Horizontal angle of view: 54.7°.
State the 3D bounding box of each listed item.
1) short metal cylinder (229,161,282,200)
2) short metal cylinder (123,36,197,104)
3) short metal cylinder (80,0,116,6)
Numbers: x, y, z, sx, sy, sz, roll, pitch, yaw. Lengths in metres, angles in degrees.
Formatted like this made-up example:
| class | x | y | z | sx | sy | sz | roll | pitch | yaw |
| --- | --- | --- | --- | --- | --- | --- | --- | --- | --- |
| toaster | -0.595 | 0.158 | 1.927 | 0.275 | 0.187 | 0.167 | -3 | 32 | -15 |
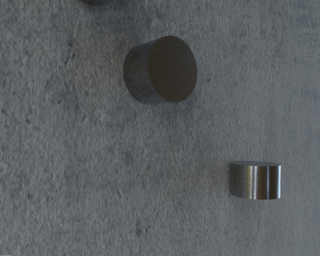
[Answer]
| class | x | y | z | sx | sy | sz | roll | pitch | yaw |
| --- | --- | --- | --- | --- | --- | --- | --- | --- | --- |
| short metal cylinder | 0.154 | 0.082 | 0.501 | 0.081 | 0.080 | 0.050 | 1 | 89 | -40 |
| short metal cylinder | 0.001 | -0.071 | 0.391 | 0.081 | 0.050 | 0.079 | 0 | 90 | -40 |
| short metal cylinder | -0.063 | -0.181 | 0.337 | 0.081 | 0.050 | 0.079 | 0 | 90 | -40 |
